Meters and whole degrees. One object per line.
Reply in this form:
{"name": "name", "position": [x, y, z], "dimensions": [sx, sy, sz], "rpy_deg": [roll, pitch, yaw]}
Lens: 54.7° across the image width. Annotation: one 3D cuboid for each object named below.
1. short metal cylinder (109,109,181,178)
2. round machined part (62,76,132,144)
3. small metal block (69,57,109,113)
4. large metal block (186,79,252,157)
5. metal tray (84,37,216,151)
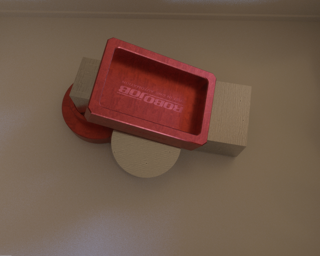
{"name": "short metal cylinder", "position": [-0.020, 0.019, 0.375], "dimensions": [0.081, 0.050, 0.080], "rpy_deg": [1, 83, -12]}
{"name": "round machined part", "position": [-0.081, -0.032, 0.409], "dimensions": [0.099, 0.042, 0.098], "rpy_deg": [0, 70, -1]}
{"name": "small metal block", "position": [-0.081, -0.047, 0.366], "dimensions": [0.025, 0.050, 0.050], "rpy_deg": [12, 71, 4]}
{"name": "large metal block", "position": [0.068, -0.013, 0.399], "dimensions": [0.080, 0.050, 0.080], "rpy_deg": [9, 70, 3]}
{"name": "metal tray", "position": [-0.007, -0.035, 0.343], "dimensions": [0.131, 0.030, 0.090], "rpy_deg": [17, 70, -15]}
